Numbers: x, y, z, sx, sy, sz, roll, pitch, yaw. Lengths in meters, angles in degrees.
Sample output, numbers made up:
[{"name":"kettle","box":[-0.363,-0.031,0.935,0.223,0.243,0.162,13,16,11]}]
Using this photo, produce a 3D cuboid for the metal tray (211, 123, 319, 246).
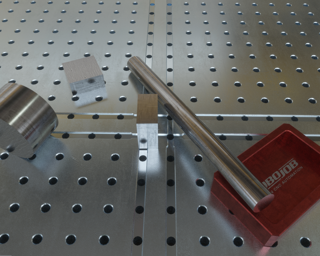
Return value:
[{"name":"metal tray","box":[0.136,0.058,0.355,0.131,0.030,0.090,-30,56,-23]}]

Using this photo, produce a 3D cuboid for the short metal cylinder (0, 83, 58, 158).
[{"name":"short metal cylinder","box":[-0.174,-0.008,0.377,0.080,0.080,0.050,18,53,14]}]

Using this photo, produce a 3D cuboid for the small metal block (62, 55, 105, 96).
[{"name":"small metal block","box":[-0.117,-0.081,0.475,0.050,0.025,0.050,-19,53,-15]}]

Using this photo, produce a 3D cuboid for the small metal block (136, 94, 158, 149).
[{"name":"small metal block","box":[-0.015,-0.008,0.398,0.025,0.050,0.050,0,50,0]}]

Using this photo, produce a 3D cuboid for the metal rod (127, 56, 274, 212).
[{"name":"metal rod","box":[0.029,-0.016,0.395,0.025,0.025,0.300,-22,46,-18]}]
